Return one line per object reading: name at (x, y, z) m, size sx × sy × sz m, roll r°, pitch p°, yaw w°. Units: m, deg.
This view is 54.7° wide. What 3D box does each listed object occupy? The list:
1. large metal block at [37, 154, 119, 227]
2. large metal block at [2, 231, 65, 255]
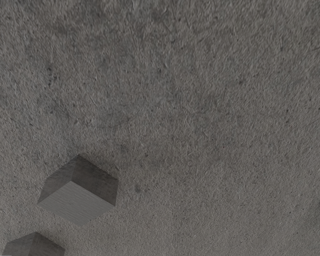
large metal block at (-0.123, 0.098, 0.473) m, size 0.080 × 0.050 × 0.080 m, roll -35°, pitch 122°, yaw 26°
large metal block at (-0.249, 0.254, 0.605) m, size 0.080 × 0.050 × 0.080 m, roll -25°, pitch 126°, yaw 20°
